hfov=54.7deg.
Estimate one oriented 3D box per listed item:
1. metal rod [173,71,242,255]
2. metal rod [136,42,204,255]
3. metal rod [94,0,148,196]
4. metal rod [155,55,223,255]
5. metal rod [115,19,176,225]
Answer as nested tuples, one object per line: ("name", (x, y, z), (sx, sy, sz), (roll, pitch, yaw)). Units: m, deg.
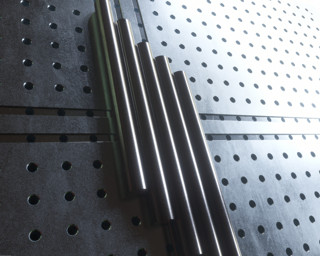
("metal rod", (0.059, 0.052, 0.409), (0.025, 0.025, 0.299), (1, 61, -28))
("metal rod", (0.005, 0.010, 0.405), (0.025, 0.025, 0.299), (1, 61, -28))
("metal rod", (-0.057, -0.059, 0.414), (0.025, 0.025, 0.299), (1, 61, -28))
("metal rod", (0.031, 0.029, 0.408), (0.025, 0.025, 0.299), (1, 61, -28))
("metal rod", (-0.026, -0.026, 0.410), (0.025, 0.025, 0.299), (1, 61, -28))
